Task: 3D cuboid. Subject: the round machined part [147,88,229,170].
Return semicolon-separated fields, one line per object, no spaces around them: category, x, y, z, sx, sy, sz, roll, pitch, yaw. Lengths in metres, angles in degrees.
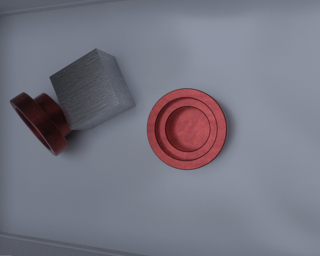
round machined part;0.037;0.001;0.388;0.098;0.042;0.097;0;90;19

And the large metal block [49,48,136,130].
large metal block;-0.092;-0.050;0.428;0.080;0.050;0.080;-26;82;17

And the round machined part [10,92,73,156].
round machined part;-0.161;-0.011;0.437;0.098;0.098;0.042;43;67;14
